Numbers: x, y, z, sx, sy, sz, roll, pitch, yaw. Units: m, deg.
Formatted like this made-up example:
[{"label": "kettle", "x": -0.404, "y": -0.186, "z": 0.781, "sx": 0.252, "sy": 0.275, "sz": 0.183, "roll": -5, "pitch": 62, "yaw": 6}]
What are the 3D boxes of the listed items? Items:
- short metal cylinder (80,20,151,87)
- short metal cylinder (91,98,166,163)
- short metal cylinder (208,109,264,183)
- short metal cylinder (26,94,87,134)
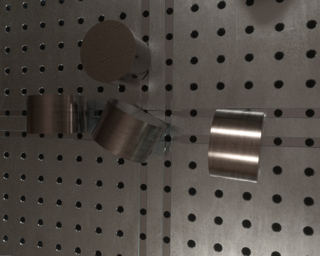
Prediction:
[{"label": "short metal cylinder", "x": -0.059, "y": -0.098, "z": 0.419, "sx": 0.080, "sy": 0.050, "sz": 0.079, "roll": 0, "pitch": 90, "yaw": 19}, {"label": "short metal cylinder", "x": -0.040, "y": 0.003, "z": 0.396, "sx": 0.080, "sy": 0.080, "sz": 0.050, "roll": 30, "pitch": 100, "yaw": 17}, {"label": "short metal cylinder", "x": 0.088, "y": 0.019, "z": 0.352, "sx": 0.050, "sy": 0.080, "sz": 0.079, "roll": 6, "pitch": 92, "yaw": 19}, {"label": "short metal cylinder", "x": -0.142, "y": -0.018, "z": 0.432, "sx": 0.080, "sy": 0.080, "sz": 0.050, "roll": -1, "pitch": 90, "yaw": 19}]
